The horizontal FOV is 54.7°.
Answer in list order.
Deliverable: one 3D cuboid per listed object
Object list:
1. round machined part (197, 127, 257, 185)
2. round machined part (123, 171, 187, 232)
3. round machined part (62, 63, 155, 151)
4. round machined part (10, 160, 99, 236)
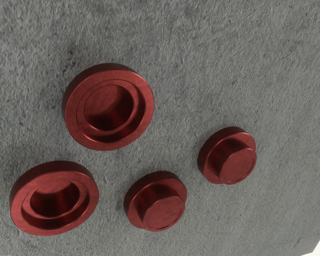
[{"bbox_3d":[0.112,0.050,0.488,0.099,0.042,0.097,-14,124,-21],"label":"round machined part"},{"bbox_3d":[-0.002,0.117,0.467,0.099,0.042,0.097,-14,124,-21],"label":"round machined part"},{"bbox_3d":[-0.059,-0.026,0.347,0.099,0.042,0.097,-14,124,-21],"label":"round machined part"},{"bbox_3d":[-0.128,0.079,0.375,0.099,0.042,0.097,-14,124,-21],"label":"round machined part"}]
